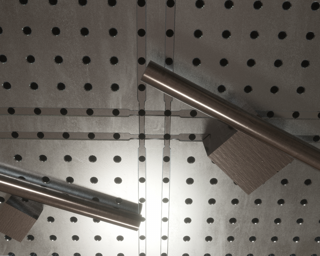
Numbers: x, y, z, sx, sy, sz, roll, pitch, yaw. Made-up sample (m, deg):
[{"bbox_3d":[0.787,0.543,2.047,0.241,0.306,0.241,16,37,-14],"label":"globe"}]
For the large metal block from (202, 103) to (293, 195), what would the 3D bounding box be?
[{"bbox_3d":[0.117,0.027,0.412,0.080,0.050,0.080,-43,105,14],"label":"large metal block"}]

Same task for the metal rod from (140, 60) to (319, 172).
[{"bbox_3d":[0.118,0.002,0.362,0.301,0.025,0.025,26,108,-10],"label":"metal rod"}]

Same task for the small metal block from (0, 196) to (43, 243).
[{"bbox_3d":[-0.213,0.134,0.460,0.050,0.025,0.050,35,106,-12],"label":"small metal block"}]

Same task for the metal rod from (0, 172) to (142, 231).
[{"bbox_3d":[-0.173,0.094,0.445,0.302,0.025,0.025,19,109,-8],"label":"metal rod"}]
